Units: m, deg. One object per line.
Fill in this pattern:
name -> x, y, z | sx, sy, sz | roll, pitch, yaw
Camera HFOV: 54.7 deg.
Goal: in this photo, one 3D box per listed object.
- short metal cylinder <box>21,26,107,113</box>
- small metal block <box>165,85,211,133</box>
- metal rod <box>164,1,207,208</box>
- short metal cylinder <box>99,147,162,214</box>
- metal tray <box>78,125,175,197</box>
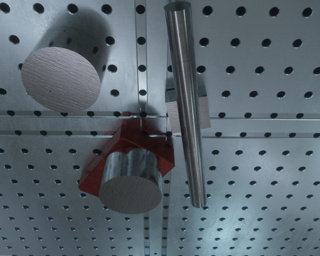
short metal cylinder -> -0.102, -0.063, 0.340 | 0.081, 0.050, 0.079 | 0, 130, 0
small metal block -> 0.036, -0.023, 0.392 | 0.050, 0.025, 0.050 | -9, 130, 7
metal rod -> 0.038, 0.001, 0.379 | 0.025, 0.025, 0.298 | -7, 130, 5
short metal cylinder -> -0.038, 0.071, 0.415 | 0.081, 0.050, 0.079 | 0, 130, 0
metal tray -> -0.051, 0.062, 0.461 | 0.090, 0.030, 0.129 | 29, 124, -23
